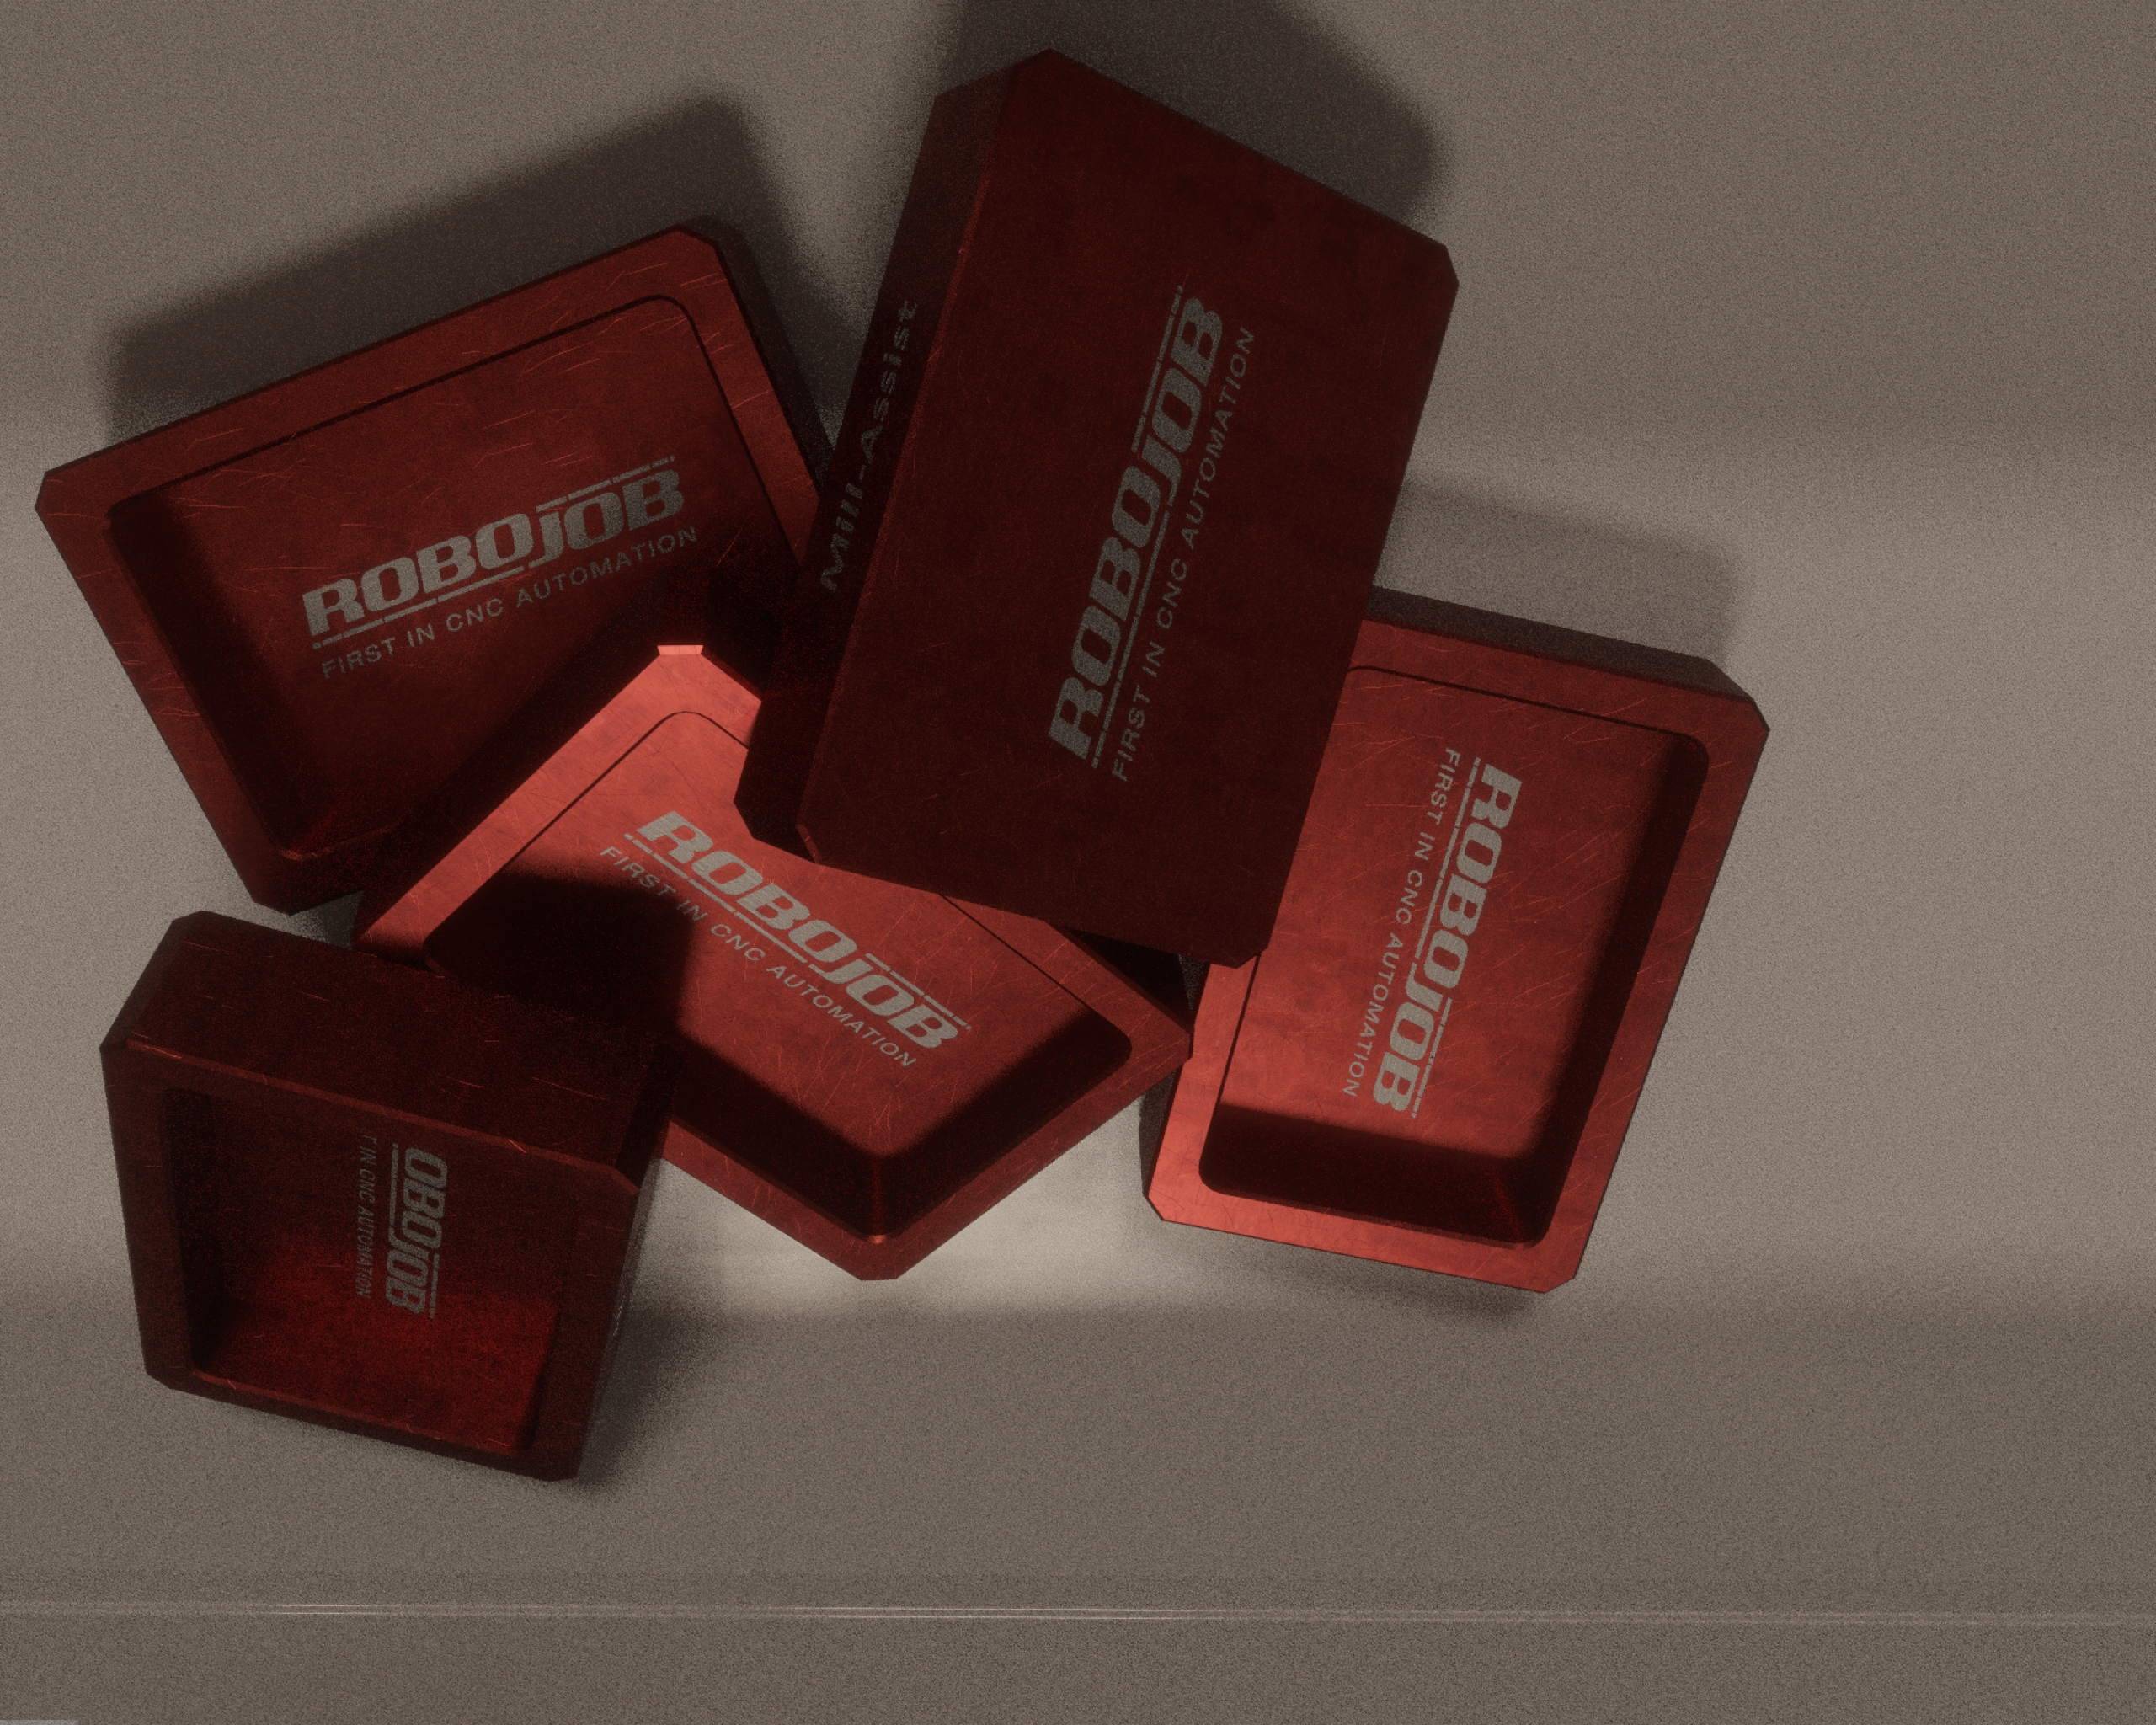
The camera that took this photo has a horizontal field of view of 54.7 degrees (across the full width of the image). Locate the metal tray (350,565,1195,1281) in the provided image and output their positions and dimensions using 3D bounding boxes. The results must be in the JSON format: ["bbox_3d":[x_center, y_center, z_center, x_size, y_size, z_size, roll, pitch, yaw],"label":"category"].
[{"bbox_3d":[-0.053,0.017,0.389,0.090,0.030,0.130,-40,121,20],"label":"metal tray"}]

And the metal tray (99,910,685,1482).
[{"bbox_3d":[-0.131,0.070,0.400,0.091,0.030,0.129,16,138,-6],"label":"metal tray"}]

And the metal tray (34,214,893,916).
[{"bbox_3d":[-0.108,-0.054,0.385,0.131,0.030,0.090,-19,109,6],"label":"metal tray"}]

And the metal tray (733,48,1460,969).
[{"bbox_3d":[0.005,-0.055,0.350,0.091,0.030,0.129,16,91,-30],"label":"metal tray"}]

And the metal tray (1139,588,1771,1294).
[{"bbox_3d":[0.070,0.016,0.414,0.091,0.030,0.129,12,110,-5],"label":"metal tray"}]
